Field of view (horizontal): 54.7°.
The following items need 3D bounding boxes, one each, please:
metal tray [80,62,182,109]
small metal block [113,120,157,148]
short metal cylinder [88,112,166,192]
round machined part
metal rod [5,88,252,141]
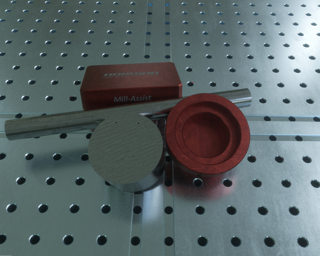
[{"bbox_3d":[-0.040,-0.061,0.437,0.131,0.030,0.090,-3,32,-4],"label":"metal tray"},{"bbox_3d":[-0.035,0.009,0.410,0.050,0.025,0.050,14,51,11],"label":"small metal block"},{"bbox_3d":[-0.035,0.029,0.352,0.080,0.050,0.080,-2,68,5],"label":"short metal cylinder"},{"bbox_3d":[0.054,0.011,0.373,0.099,0.042,0.098,1,72,-4],"label":"round machined part"},{"bbox_3d":[-0.032,-0.019,0.389,0.302,0.025,0.025,-8,51,-8],"label":"metal rod"}]
